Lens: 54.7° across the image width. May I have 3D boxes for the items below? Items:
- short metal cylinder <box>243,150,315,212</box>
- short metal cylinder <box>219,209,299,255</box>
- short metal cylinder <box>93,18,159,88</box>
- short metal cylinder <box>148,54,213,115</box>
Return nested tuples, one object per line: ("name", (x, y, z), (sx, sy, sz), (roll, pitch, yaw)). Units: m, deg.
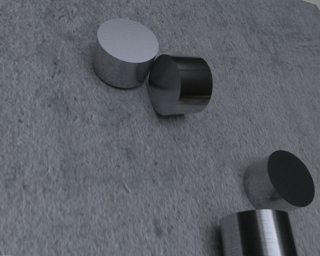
("short metal cylinder", (0.165, 0.077, 0.432), (0.081, 0.050, 0.080), (14, 56, -21))
("short metal cylinder", (0.111, 0.129, 0.352), (0.081, 0.080, 0.050), (13, 57, -22))
("short metal cylinder", (-0.048, -0.101, 0.419), (0.081, 0.050, 0.080), (10, 55, -14))
("short metal cylinder", (0.026, -0.058, 0.419), (0.050, 0.080, 0.080), (-5, 64, -31))
